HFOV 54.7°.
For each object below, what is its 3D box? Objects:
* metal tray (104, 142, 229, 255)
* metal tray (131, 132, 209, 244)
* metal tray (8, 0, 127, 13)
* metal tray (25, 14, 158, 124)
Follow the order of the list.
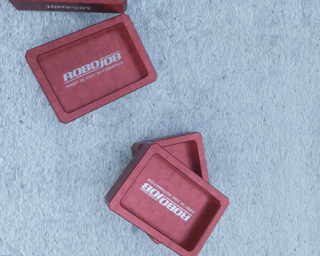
[{"bbox_3d":[0.011,0.089,0.377,0.130,0.030,0.090,39,78,-16],"label":"metal tray"},{"bbox_3d":[0.019,0.076,0.413,0.091,0.030,0.129,-11,94,-20],"label":"metal tray"},{"bbox_3d":[-0.103,-0.181,0.350,0.131,0.030,0.089,0,90,-6],"label":"metal tray"},{"bbox_3d":[-0.080,-0.072,0.376,0.131,0.030,0.090,-29,100,-18],"label":"metal tray"}]
